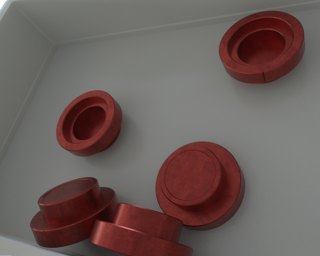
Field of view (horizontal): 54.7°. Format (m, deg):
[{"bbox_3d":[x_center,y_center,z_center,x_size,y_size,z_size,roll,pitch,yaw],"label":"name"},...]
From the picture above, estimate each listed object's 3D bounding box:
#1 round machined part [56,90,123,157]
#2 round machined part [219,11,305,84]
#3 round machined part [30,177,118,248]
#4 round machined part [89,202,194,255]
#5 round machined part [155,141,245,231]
[{"bbox_3d":[-0.096,-0.003,0.448,0.098,0.042,0.098,-13,56,21],"label":"round machined part"},{"bbox_3d":[0.127,-0.094,0.386,0.098,0.042,0.098,-13,56,21],"label":"round machined part"},{"bbox_3d":[-0.099,0.090,0.356,0.098,0.042,0.098,-15,11,3],"label":"round machined part"},{"bbox_3d":[-0.015,0.103,0.303,0.098,0.098,0.042,5,67,30],"label":"round machined part"},{"bbox_3d":[0.039,0.058,0.339,0.098,0.042,0.098,-13,56,21],"label":"round machined part"}]
